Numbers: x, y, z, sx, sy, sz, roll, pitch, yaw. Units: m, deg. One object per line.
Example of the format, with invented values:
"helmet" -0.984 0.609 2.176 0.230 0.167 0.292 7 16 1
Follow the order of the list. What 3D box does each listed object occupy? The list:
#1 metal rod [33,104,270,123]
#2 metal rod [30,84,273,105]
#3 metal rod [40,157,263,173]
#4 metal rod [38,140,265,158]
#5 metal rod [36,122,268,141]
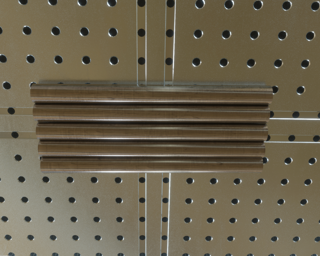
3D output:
"metal rod" -0.010 -0.020 0.406 0.302 0.025 0.025 0 110 -1
"metal rod" -0.009 -0.043 0.397 0.302 0.025 0.025 0 110 -1
"metal rod" -0.010 0.050 0.432 0.302 0.025 0.025 0 110 -1
"metal rod" -0.010 0.028 0.423 0.302 0.025 0.025 0 110 -1
"metal rod" -0.010 0.005 0.415 0.302 0.025 0.025 0 110 -1
